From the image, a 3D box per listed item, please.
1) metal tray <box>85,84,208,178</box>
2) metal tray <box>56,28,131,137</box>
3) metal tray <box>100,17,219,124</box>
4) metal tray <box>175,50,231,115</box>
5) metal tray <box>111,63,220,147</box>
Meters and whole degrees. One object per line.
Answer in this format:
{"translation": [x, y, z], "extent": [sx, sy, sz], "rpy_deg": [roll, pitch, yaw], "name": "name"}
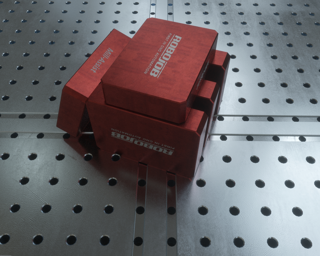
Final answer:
{"translation": [-0.015, 0.005, 0.361], "extent": [0.130, 0.090, 0.030], "rpy_deg": [17, 52, 13], "name": "metal tray"}
{"translation": [-0.086, -0.061, 0.413], "extent": [0.030, 0.090, 0.130], "rpy_deg": [30, 53, -4], "name": "metal tray"}
{"translation": [0.005, -0.070, 0.346], "extent": [0.090, 0.030, 0.130], "rpy_deg": [16, 52, 13], "name": "metal tray"}
{"translation": [0.023, -0.072, 0.425], "extent": [0.130, 0.090, 0.030], "rpy_deg": [16, 53, 13], "name": "metal tray"}
{"translation": [0.001, -0.029, 0.388], "extent": [0.130, 0.090, 0.030], "rpy_deg": [16, 51, 12], "name": "metal tray"}
